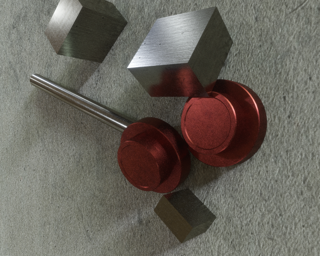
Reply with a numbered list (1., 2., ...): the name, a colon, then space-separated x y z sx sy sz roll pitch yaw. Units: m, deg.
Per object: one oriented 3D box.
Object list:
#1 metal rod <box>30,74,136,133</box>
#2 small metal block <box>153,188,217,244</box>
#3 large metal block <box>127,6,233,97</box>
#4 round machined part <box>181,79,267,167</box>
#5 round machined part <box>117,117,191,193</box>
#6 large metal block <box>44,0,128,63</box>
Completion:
1. metal rod: -0.133 -0.043 0.514 0.300 0.025 0.025 25 106 37
2. small metal block: 0.030 0.101 0.364 0.050 0.050 0.025 43 116 31
3. large metal block: 0.024 -0.081 0.345 0.080 0.050 0.080 5 58 40
4. round machined part: 0.062 -0.005 0.343 0.098 0.042 0.097 0 90 40
5. round machined part: -0.014 0.039 0.385 0.098 0.042 0.097 19 123 33
6. large metal block: -0.110 -0.149 0.460 0.080 0.081 0.050 -49 61 29
